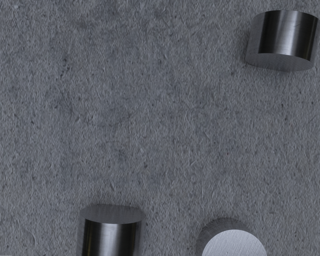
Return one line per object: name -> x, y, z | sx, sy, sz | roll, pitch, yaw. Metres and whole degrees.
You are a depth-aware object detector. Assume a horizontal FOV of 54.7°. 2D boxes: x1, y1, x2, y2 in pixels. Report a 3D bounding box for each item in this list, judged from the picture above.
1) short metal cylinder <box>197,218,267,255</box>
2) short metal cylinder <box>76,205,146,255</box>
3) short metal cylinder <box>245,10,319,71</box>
short metal cylinder -> 0.090, 0.162, 0.398 | 0.081, 0.050, 0.080 | 0, 90, 0
short metal cylinder -> -0.060, 0.130, 0.382 | 0.080, 0.080, 0.050 | 5, 90, 0
short metal cylinder -> 0.151, -0.105, 0.383 | 0.080, 0.080, 0.050 | 11, 90, 0
